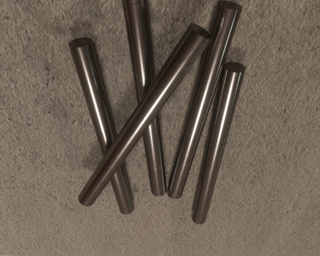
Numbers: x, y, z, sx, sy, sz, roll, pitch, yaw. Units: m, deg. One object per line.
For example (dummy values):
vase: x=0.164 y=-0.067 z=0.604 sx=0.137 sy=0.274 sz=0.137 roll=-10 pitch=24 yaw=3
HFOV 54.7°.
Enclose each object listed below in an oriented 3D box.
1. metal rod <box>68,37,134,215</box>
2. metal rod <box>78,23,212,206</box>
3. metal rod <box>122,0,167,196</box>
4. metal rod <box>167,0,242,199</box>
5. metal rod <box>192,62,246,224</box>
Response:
metal rod: x=-0.070 y=0.022 z=0.424 sx=0.025 sy=0.025 sz=0.298 roll=-5 pitch=130 yaw=3
metal rod: x=-0.035 y=0.007 z=0.378 sx=0.025 sy=0.025 sz=0.298 roll=23 pitch=126 yaw=-19
metal rod: x=-0.013 y=-0.015 z=0.394 sx=0.025 sy=0.025 sz=0.298 roll=-4 pitch=130 yaw=2
metal rod: x=0.046 y=-0.009 z=0.400 sx=0.025 sy=0.025 sz=0.298 roll=6 pitch=130 yaw=-6
metal rod: x=0.076 y=0.045 z=0.446 sx=0.025 sy=0.025 sz=0.298 roll=2 pitch=130 yaw=-2
